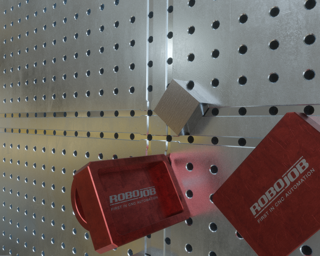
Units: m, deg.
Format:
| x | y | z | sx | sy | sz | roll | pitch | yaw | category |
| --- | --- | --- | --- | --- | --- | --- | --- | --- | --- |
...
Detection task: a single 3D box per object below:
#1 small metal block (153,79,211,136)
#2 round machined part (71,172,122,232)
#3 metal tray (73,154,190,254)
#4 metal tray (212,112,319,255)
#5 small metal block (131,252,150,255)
| x | y | z | sx | sy | sz | roll | pitch | yaw | category |
| --- | --- | --- | --- | --- | --- | --- | --- | --- | --- |
| 0.027 | -0.026 | 0.388 | 0.050 | 0.025 | 0.050 | 46 | 118 | 30 | small metal block |
| -0.090 | 0.105 | 0.473 | 0.098 | 0.042 | 0.097 | 0 | 90 | 40 | round machined part |
| -0.028 | 0.081 | 0.364 | 0.030 | 0.131 | 0.090 | -34 | 69 | 35 | metal tray |
| 0.123 | 0.060 | 0.304 | 0.090 | 0.030 | 0.129 | 49 | 119 | 28 | metal tray |
| -0.020 | 0.206 | 0.426 | 0.050 | 0.025 | 0.050 | -1 | 90 | 40 | small metal block |
